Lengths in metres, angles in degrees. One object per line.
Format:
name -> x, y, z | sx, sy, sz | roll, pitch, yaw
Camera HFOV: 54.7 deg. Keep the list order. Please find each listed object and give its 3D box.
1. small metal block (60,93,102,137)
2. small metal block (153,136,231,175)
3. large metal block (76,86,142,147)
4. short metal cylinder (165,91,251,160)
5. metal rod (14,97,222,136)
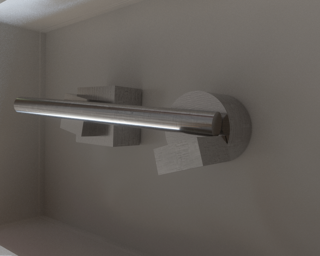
small metal block -> -0.109, -0.019, 0.427 | 0.050, 0.025, 0.050 | 17, 100, 38
small metal block -> 0.031, 0.026, 0.295 | 0.050, 0.050, 0.025 | -18, 79, 38
large metal block -> -0.075, -0.017, 0.446 | 0.080, 0.050, 0.079 | 4, 92, 39
short metal cylinder -> 0.053, 0.001, 0.343 | 0.080, 0.050, 0.079 | 0, 90, 39
metal rod -> -0.073, -0.018, 0.371 | 0.300, 0.025, 0.025 | 7, 94, 31
